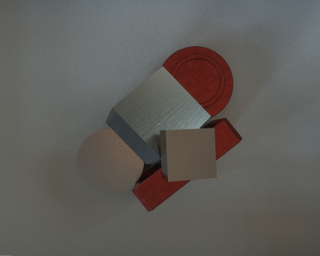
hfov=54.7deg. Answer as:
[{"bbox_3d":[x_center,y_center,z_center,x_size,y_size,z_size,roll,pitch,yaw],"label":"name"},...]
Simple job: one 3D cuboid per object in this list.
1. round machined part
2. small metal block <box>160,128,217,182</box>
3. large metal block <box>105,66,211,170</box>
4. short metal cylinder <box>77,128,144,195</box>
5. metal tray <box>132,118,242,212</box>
[{"bbox_3d":[0.046,-0.058,0.402,0.099,0.042,0.097,0,90,-1],"label":"round machined part"},{"bbox_3d":[0.028,0.026,0.315,0.050,0.025,0.050,-2,89,-14],"label":"small metal block"},{"bbox_3d":[-0.003,-0.010,0.362,0.080,0.050,0.080,46,65,0],"label":"large metal block"},{"bbox_3d":[-0.060,0.040,0.396,0.081,0.050,0.079,0,90,-1],"label":"short metal cylinder"},{"bbox_3d":[0.030,0.040,0.377,0.130,0.090,0.030,-38,90,-1],"label":"metal tray"}]
